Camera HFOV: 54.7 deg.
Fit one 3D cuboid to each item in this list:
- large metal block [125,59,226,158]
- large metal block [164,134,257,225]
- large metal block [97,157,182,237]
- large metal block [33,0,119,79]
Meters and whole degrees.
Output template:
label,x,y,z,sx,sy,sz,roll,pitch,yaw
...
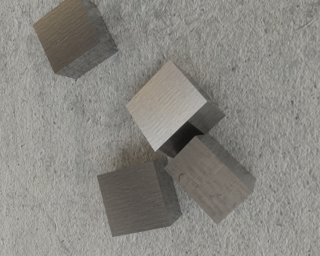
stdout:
label,x,y,z,sx,sy,sz,roll,pitch,yaw
large metal block,0.017,-0.021,0.376,0.080,0.050,0.080,-45,55,14
large metal block,0.061,0.053,0.358,0.080,0.080,0.050,46,104,14
large metal block,-0.026,0.088,0.405,0.080,0.050,0.080,-17,84,19
large metal block,-0.118,-0.127,0.437,0.080,0.050,0.080,-29,81,17
